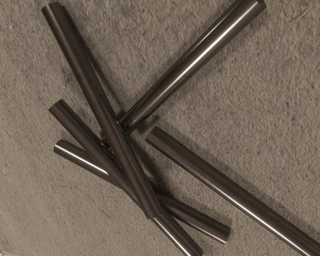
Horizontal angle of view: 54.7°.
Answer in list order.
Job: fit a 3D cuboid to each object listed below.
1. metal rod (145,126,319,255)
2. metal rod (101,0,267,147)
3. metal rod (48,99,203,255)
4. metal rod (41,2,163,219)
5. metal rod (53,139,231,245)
[{"bbox_3d":[0.109,0.095,0.407,0.301,0.025,0.025,36,129,3],"label":"metal rod"},{"bbox_3d":[0.001,-0.044,0.377,0.025,0.025,0.299,46,129,-4],"label":"metal rod"},{"bbox_3d":[-0.045,0.079,0.443,0.300,0.025,0.025,48,129,-6],"label":"metal rod"},{"bbox_3d":[-0.071,-0.016,0.404,0.025,0.025,0.299,-20,99,35],"label":"metal rod"},{"bbox_3d":[-0.034,0.094,0.481,0.301,0.025,0.025,26,127,11],"label":"metal rod"}]
